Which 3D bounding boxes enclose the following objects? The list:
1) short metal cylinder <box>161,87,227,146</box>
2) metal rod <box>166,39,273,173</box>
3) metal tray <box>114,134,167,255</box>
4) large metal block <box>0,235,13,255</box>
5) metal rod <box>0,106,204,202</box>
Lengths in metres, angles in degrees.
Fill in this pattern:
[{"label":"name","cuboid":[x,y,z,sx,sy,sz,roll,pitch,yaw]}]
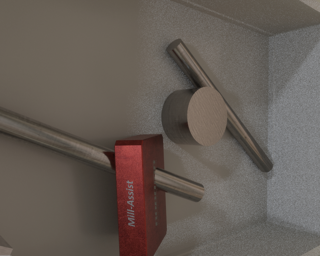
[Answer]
[{"label":"short metal cylinder","cuboid":[0.049,-0.016,0.434,0.081,0.050,0.079,0,90,-40]},{"label":"metal rod","cuboid":[0.109,-0.021,0.500,0.300,0.025,0.025,46,62,-31]},{"label":"metal tray","cuboid":[-0.019,0.075,0.359,0.090,0.030,0.129,-12,100,-76]},{"label":"large metal block","cuboid":[-0.165,0.114,0.233,0.050,0.080,0.080,33,70,-36]},{"label":"metal rod","cuboid":[-0.069,0.029,0.326,0.302,0.025,0.025,25,74,-30]}]
